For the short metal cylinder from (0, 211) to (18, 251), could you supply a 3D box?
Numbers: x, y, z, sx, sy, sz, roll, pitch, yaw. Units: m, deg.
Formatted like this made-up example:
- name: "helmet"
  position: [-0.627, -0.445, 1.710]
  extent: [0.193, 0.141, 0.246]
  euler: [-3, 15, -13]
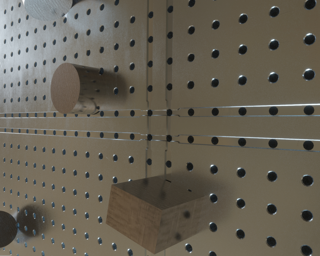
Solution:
- name: "short metal cylinder"
  position: [-0.361, 0.227, 0.672]
  extent: [0.050, 0.081, 0.080]
  euler: [-37, 67, 34]

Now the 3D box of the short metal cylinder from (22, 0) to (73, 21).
- name: "short metal cylinder"
  position: [-0.200, -0.235, 0.539]
  extent: [0.080, 0.081, 0.050]
  euler: [-38, 67, 33]

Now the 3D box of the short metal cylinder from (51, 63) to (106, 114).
- name: "short metal cylinder"
  position: [-0.133, -0.062, 0.503]
  extent: [0.080, 0.050, 0.080]
  euler: [0, 90, 40]

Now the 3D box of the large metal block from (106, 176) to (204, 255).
- name: "large metal block"
  position: [-0.006, 0.100, 0.379]
  extent: [0.080, 0.081, 0.050]
  euler: [16, 100, 39]
